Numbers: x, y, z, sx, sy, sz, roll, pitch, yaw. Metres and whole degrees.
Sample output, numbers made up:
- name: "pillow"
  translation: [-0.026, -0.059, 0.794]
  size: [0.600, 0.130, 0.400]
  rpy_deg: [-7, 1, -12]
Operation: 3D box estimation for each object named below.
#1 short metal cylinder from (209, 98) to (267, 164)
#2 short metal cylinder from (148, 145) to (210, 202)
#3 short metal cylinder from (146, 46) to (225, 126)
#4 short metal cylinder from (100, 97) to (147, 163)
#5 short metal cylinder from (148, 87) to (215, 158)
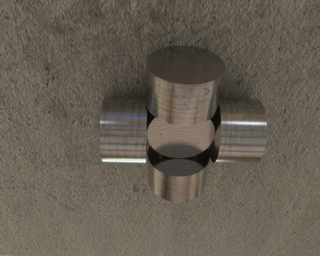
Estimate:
- name: "short metal cylinder"
  translation: [0.090, 0.003, 0.377]
  size: [0.050, 0.080, 0.079]
  rpy_deg: [2, 130, -2]
- name: "short metal cylinder"
  translation: [0.024, 0.052, 0.417]
  size: [0.081, 0.080, 0.050]
  rpy_deg: [0, 130, -1]
- name: "short metal cylinder"
  translation: [0.025, -0.047, 0.332]
  size: [0.081, 0.080, 0.050]
  rpy_deg: [1, 130, -2]
- name: "short metal cylinder"
  translation: [-0.041, 0.002, 0.375]
  size: [0.050, 0.080, 0.079]
  rpy_deg: [2, 130, -2]
- name: "short metal cylinder"
  translation: [0.025, -0.008, 0.386]
  size: [0.081, 0.050, 0.079]
  rpy_deg: [0, 130, 0]
